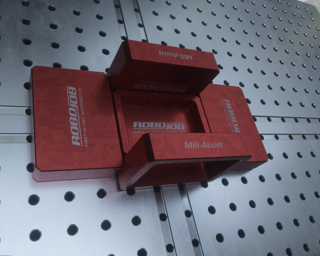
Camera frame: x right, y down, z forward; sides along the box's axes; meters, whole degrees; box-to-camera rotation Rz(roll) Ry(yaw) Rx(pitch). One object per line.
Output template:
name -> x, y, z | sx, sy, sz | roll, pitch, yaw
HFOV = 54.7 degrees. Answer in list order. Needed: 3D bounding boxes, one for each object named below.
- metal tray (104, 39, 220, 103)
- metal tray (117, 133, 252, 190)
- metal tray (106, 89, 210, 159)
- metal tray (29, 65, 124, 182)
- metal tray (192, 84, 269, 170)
metal tray -> 0.001, -0.067, 0.409 | 0.131, 0.090, 0.030 | 1, 62, -28
metal tray -> 0.027, 0.039, 0.357 | 0.131, 0.090, 0.030 | 1, 62, -28
metal tray -> 0.002, -0.001, 0.405 | 0.131, 0.030, 0.090 | 1, 61, -28
metal tray -> -0.099, -0.007, 0.357 | 0.091, 0.030, 0.130 | 1, 61, -28
metal tray -> 0.098, -0.004, 0.460 | 0.091, 0.030, 0.130 | 1, 61, -29
